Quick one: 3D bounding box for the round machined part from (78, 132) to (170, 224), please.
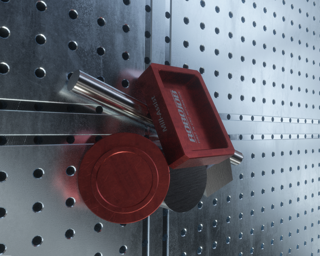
[{"bbox_3d":[-0.038,0.053,0.332,0.099,0.042,0.097,1,86,-7],"label":"round machined part"}]

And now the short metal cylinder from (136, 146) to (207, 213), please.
[{"bbox_3d":[0.015,0.064,0.401,0.081,0.050,0.079,0,90,-40],"label":"short metal cylinder"}]

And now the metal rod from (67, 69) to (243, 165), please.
[{"bbox_3d":[0.017,-0.001,0.419,0.302,0.025,0.025,25,75,-37],"label":"metal rod"}]

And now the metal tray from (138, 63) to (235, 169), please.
[{"bbox_3d":[0.033,-0.017,0.391,0.091,0.030,0.130,0,61,-41],"label":"metal tray"}]

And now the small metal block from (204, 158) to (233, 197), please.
[{"bbox_3d":[0.077,0.065,0.456,0.050,0.025,0.050,-29,125,-20],"label":"small metal block"}]
